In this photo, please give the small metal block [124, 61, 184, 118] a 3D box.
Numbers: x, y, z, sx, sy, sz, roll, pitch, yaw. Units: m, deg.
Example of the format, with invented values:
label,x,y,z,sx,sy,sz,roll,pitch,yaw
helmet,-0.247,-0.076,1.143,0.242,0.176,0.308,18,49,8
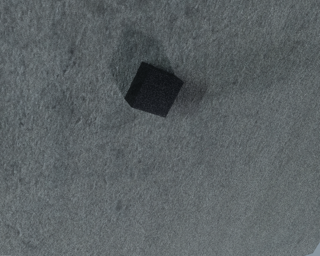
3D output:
label,x,y,z,sx,sy,sz,roll,pitch,yaw
small metal block,-0.007,-0.045,0.374,0.050,0.025,0.050,16,110,-35
